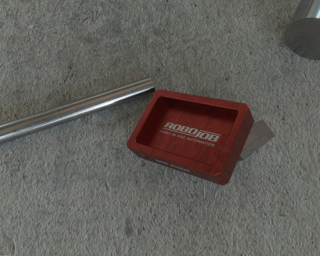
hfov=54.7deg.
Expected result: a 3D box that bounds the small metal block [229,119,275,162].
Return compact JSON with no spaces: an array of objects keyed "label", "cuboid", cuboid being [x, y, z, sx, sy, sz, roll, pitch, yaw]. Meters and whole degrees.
[{"label":"small metal block","cuboid":[0.107,0.018,0.388,0.050,0.050,0.025,-34,85,-12]}]

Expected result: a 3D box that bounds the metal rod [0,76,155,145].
[{"label":"metal rod","cuboid":[-0.152,-0.011,0.410,0.302,0.025,0.025,-19,71,-8]}]

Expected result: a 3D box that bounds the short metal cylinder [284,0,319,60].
[{"label":"short metal cylinder","cuboid":[0.224,-0.141,0.433,0.080,0.080,0.050,28,72,9]}]

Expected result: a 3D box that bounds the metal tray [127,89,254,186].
[{"label":"metal tray","cuboid":[0.034,0.006,0.372,0.130,0.030,0.090,14,68,35]}]
